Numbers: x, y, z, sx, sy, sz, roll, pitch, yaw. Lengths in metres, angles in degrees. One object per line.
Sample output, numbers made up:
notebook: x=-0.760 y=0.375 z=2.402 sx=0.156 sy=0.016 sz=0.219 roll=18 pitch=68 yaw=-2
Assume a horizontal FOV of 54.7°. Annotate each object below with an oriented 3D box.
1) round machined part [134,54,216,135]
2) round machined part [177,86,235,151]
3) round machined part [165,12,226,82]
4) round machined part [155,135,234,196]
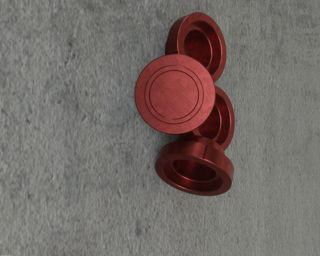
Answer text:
round machined part: x=0.018 y=-0.040 z=0.374 sx=0.042 sy=0.099 sz=0.097 roll=-51 pitch=135 yaw=-82
round machined part: x=0.062 y=-0.011 z=0.445 sx=0.099 sy=0.042 sz=0.097 roll=4 pitch=84 yaw=-43
round machined part: x=0.046 y=-0.107 z=0.434 sx=0.099 sy=0.042 sz=0.097 roll=0 pitch=90 yaw=-40
round machined part: x=0.046 y=0.045 z=0.401 sx=0.098 sy=0.098 sz=0.042 roll=45 pitch=48 yaw=-31
